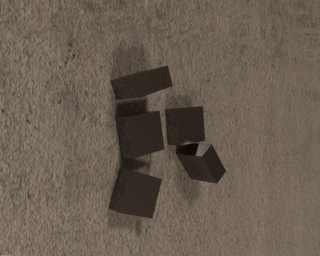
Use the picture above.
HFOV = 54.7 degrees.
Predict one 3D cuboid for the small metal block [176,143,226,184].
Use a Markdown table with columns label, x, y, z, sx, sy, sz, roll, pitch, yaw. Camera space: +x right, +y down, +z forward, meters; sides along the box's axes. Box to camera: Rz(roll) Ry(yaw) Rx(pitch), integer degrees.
| label | x | y | z | sx | sy | sz | roll | pitch | yaw |
| --- | --- | --- | --- | --- | --- | --- | --- | --- | --- |
| small metal block | 0.058 | 0.049 | 0.440 | 0.025 | 0.050 | 0.050 | -46 | 118 | -31 |

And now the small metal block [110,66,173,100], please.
| label | x | y | z | sx | sy | sz | roll | pitch | yaw |
| --- | --- | --- | --- | --- | --- | --- | --- | --- | --- |
| small metal block | -0.022 | -0.054 | 0.372 | 0.050 | 0.050 | 0.025 | -25 | 106 | -38 |

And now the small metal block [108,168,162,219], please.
| label | x | y | z | sx | sy | sz | roll | pitch | yaw |
| --- | --- | --- | --- | --- | --- | --- | --- | --- | --- |
| small metal block | -0.030 | 0.081 | 0.382 | 0.050 | 0.025 | 0.050 | 24 | 75 | -38 |

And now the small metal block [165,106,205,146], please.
| label | x | y | z | sx | sy | sz | roll | pitch | yaw |
| --- | --- | --- | --- | --- | --- | --- | --- | --- | --- |
| small metal block | 0.036 | -0.004 | 0.437 | 0.050 | 0.025 | 0.050 | -8 | 95 | -40 |

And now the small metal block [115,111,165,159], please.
| label | x | y | z | sx | sy | sz | roll | pitch | yaw |
| --- | --- | --- | --- | --- | --- | --- | --- | --- | --- |
| small metal block | -0.024 | 0.007 | 0.386 | 0.050 | 0.025 | 0.050 | -13 | 99 | -40 |
